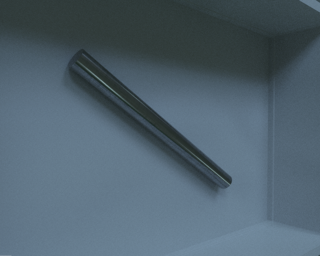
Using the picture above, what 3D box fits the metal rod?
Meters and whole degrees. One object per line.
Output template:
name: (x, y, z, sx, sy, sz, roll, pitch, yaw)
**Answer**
metal rod: (0.007, 0.005, 0.412, 0.301, 0.025, 0.025, 40, 66, -33)
